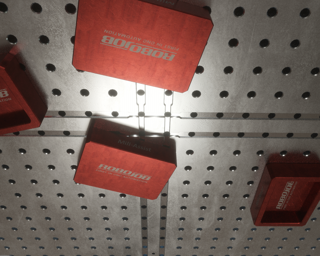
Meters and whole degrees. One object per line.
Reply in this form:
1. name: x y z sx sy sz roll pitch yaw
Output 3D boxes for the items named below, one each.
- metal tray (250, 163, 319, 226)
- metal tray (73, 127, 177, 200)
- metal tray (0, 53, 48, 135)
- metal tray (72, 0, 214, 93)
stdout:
1. metal tray: 0.208 0.112 0.507 0.091 0.030 0.129 0 130 -1
2. metal tray: -0.052 0.056 0.455 0.131 0.030 0.089 16 128 -14
3. metal tray: -0.220 -0.032 0.377 0.131 0.030 0.090 -11 130 8
4. metal tray: -0.021 -0.094 0.328 0.131 0.030 0.089 11 129 -10
